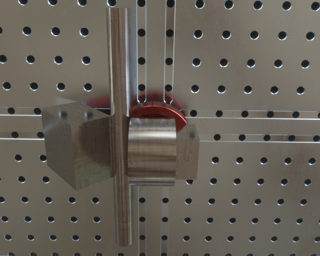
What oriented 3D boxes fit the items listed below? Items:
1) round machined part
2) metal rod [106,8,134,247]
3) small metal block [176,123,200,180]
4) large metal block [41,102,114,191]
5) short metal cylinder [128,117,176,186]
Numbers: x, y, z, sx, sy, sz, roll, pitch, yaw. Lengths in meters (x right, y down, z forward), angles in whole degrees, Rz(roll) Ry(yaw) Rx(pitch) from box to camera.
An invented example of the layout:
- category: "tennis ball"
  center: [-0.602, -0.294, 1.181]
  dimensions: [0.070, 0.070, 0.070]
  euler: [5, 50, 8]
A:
- category: "round machined part"
  center: [-0.008, 0.011, 0.407]
  dimensions: [0.099, 0.042, 0.097]
  euler: [0, 110, -1]
- category: "metal rod"
  center: [-0.046, 0.015, 0.374]
  dimensions: [0.025, 0.025, 0.298]
  euler: [1, 110, -1]
- category: "small metal block"
  center: [0.030, 0.027, 0.365]
  dimensions: [0.025, 0.050, 0.050]
  euler: [1, 110, -1]
- category: "large metal block"
  center: [-0.102, 0.018, 0.383]
  dimensions: [0.050, 0.080, 0.079]
  euler: [-16, 116, -39]
- category: "short metal cylinder"
  center: [-0.009, 0.027, 0.362]
  dimensions: [0.050, 0.080, 0.079]
  euler: [1, 110, -1]
